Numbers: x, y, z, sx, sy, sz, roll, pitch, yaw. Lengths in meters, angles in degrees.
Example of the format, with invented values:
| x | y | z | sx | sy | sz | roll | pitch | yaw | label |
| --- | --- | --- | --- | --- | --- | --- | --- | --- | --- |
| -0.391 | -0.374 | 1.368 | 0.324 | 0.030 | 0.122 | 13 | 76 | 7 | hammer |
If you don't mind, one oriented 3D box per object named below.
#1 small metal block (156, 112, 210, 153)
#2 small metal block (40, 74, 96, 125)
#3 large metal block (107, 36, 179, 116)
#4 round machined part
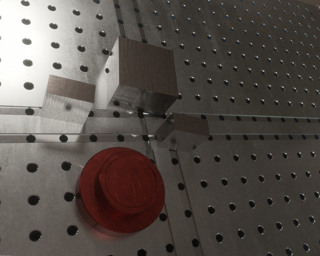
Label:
| x | y | z | sx | sy | sz | roll | pitch | yaw | label |
| --- | --- | --- | --- | --- | --- | --- | --- | --- | --- |
| 0.029 | 0.007 | 0.405 | 0.050 | 0.050 | 0.025 | 11 | 57 | -23 | small metal block |
| -0.106 | -0.031 | 0.355 | 0.050 | 0.050 | 0.025 | 12 | 57 | -22 | small metal block |
| -0.026 | -0.069 | 0.422 | 0.081 | 0.050 | 0.080 | 9 | 58 | -24 | large metal block |
| -0.038 | 0.065 | 0.338 | 0.099 | 0.042 | 0.098 | 14 | 56 | -21 | round machined part |
